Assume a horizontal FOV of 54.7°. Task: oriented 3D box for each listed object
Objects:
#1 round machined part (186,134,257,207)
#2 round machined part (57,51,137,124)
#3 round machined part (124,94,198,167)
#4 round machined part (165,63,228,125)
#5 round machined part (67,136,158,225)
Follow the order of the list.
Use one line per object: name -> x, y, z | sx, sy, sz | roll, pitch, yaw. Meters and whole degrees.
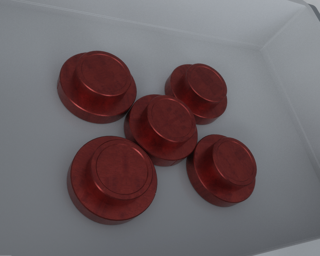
round machined part -> 0.088, 0.051, 0.411 | 0.099, 0.042, 0.098 | 14, 56, -21
round machined part -> -0.075, -0.058, 0.389 | 0.099, 0.042, 0.098 | 14, 56, -21
round machined part -> 0.007, -0.003, 0.399 | 0.099, 0.042, 0.098 | 14, 56, -21
round machined part -> 0.060, -0.057, 0.462 | 0.099, 0.042, 0.098 | 14, 56, -21
round machined part -> -0.047, 0.051, 0.337 | 0.099, 0.042, 0.098 | 14, 56, -21
